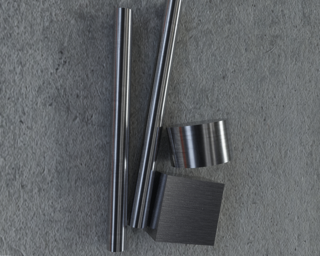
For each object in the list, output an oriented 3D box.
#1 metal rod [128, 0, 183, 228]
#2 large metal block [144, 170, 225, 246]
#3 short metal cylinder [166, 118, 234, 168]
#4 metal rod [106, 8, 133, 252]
[{"bbox_3d":[-0.005,-0.022,0.406,0.025,0.025,0.298,10,87,-20],"label":"metal rod"},{"bbox_3d":[0.030,0.103,0.407,0.081,0.050,0.080,12,86,-20],"label":"large metal block"},{"bbox_3d":[0.051,0.018,0.398,0.081,0.080,0.050,-9,94,-20],"label":"short metal cylinder"},{"bbox_3d":[-0.050,0.002,0.390,0.025,0.025,0.298,2,89,-20],"label":"metal rod"}]
